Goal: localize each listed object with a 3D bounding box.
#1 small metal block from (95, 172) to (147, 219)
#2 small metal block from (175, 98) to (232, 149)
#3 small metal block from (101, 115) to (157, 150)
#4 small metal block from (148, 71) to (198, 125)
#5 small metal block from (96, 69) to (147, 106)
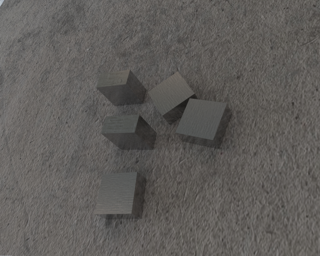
[{"bbox_3d":[-0.047,0.083,0.378,0.050,0.025,0.050,-8,58,24],"label":"small metal block"},{"bbox_3d":[0.054,-0.006,0.379,0.050,0.025,0.050,11,67,33],"label":"small metal block"},{"bbox_3d":[-0.039,0.007,0.404,0.050,0.050,0.025,-2,61,27],"label":"small metal block"},{"bbox_3d":[0.019,-0.041,0.419,0.050,0.025,0.050,-34,51,5],"label":"small metal block"},{"bbox_3d":[-0.055,-0.057,0.452,0.050,0.050,0.025,-2,61,27],"label":"small metal block"}]
